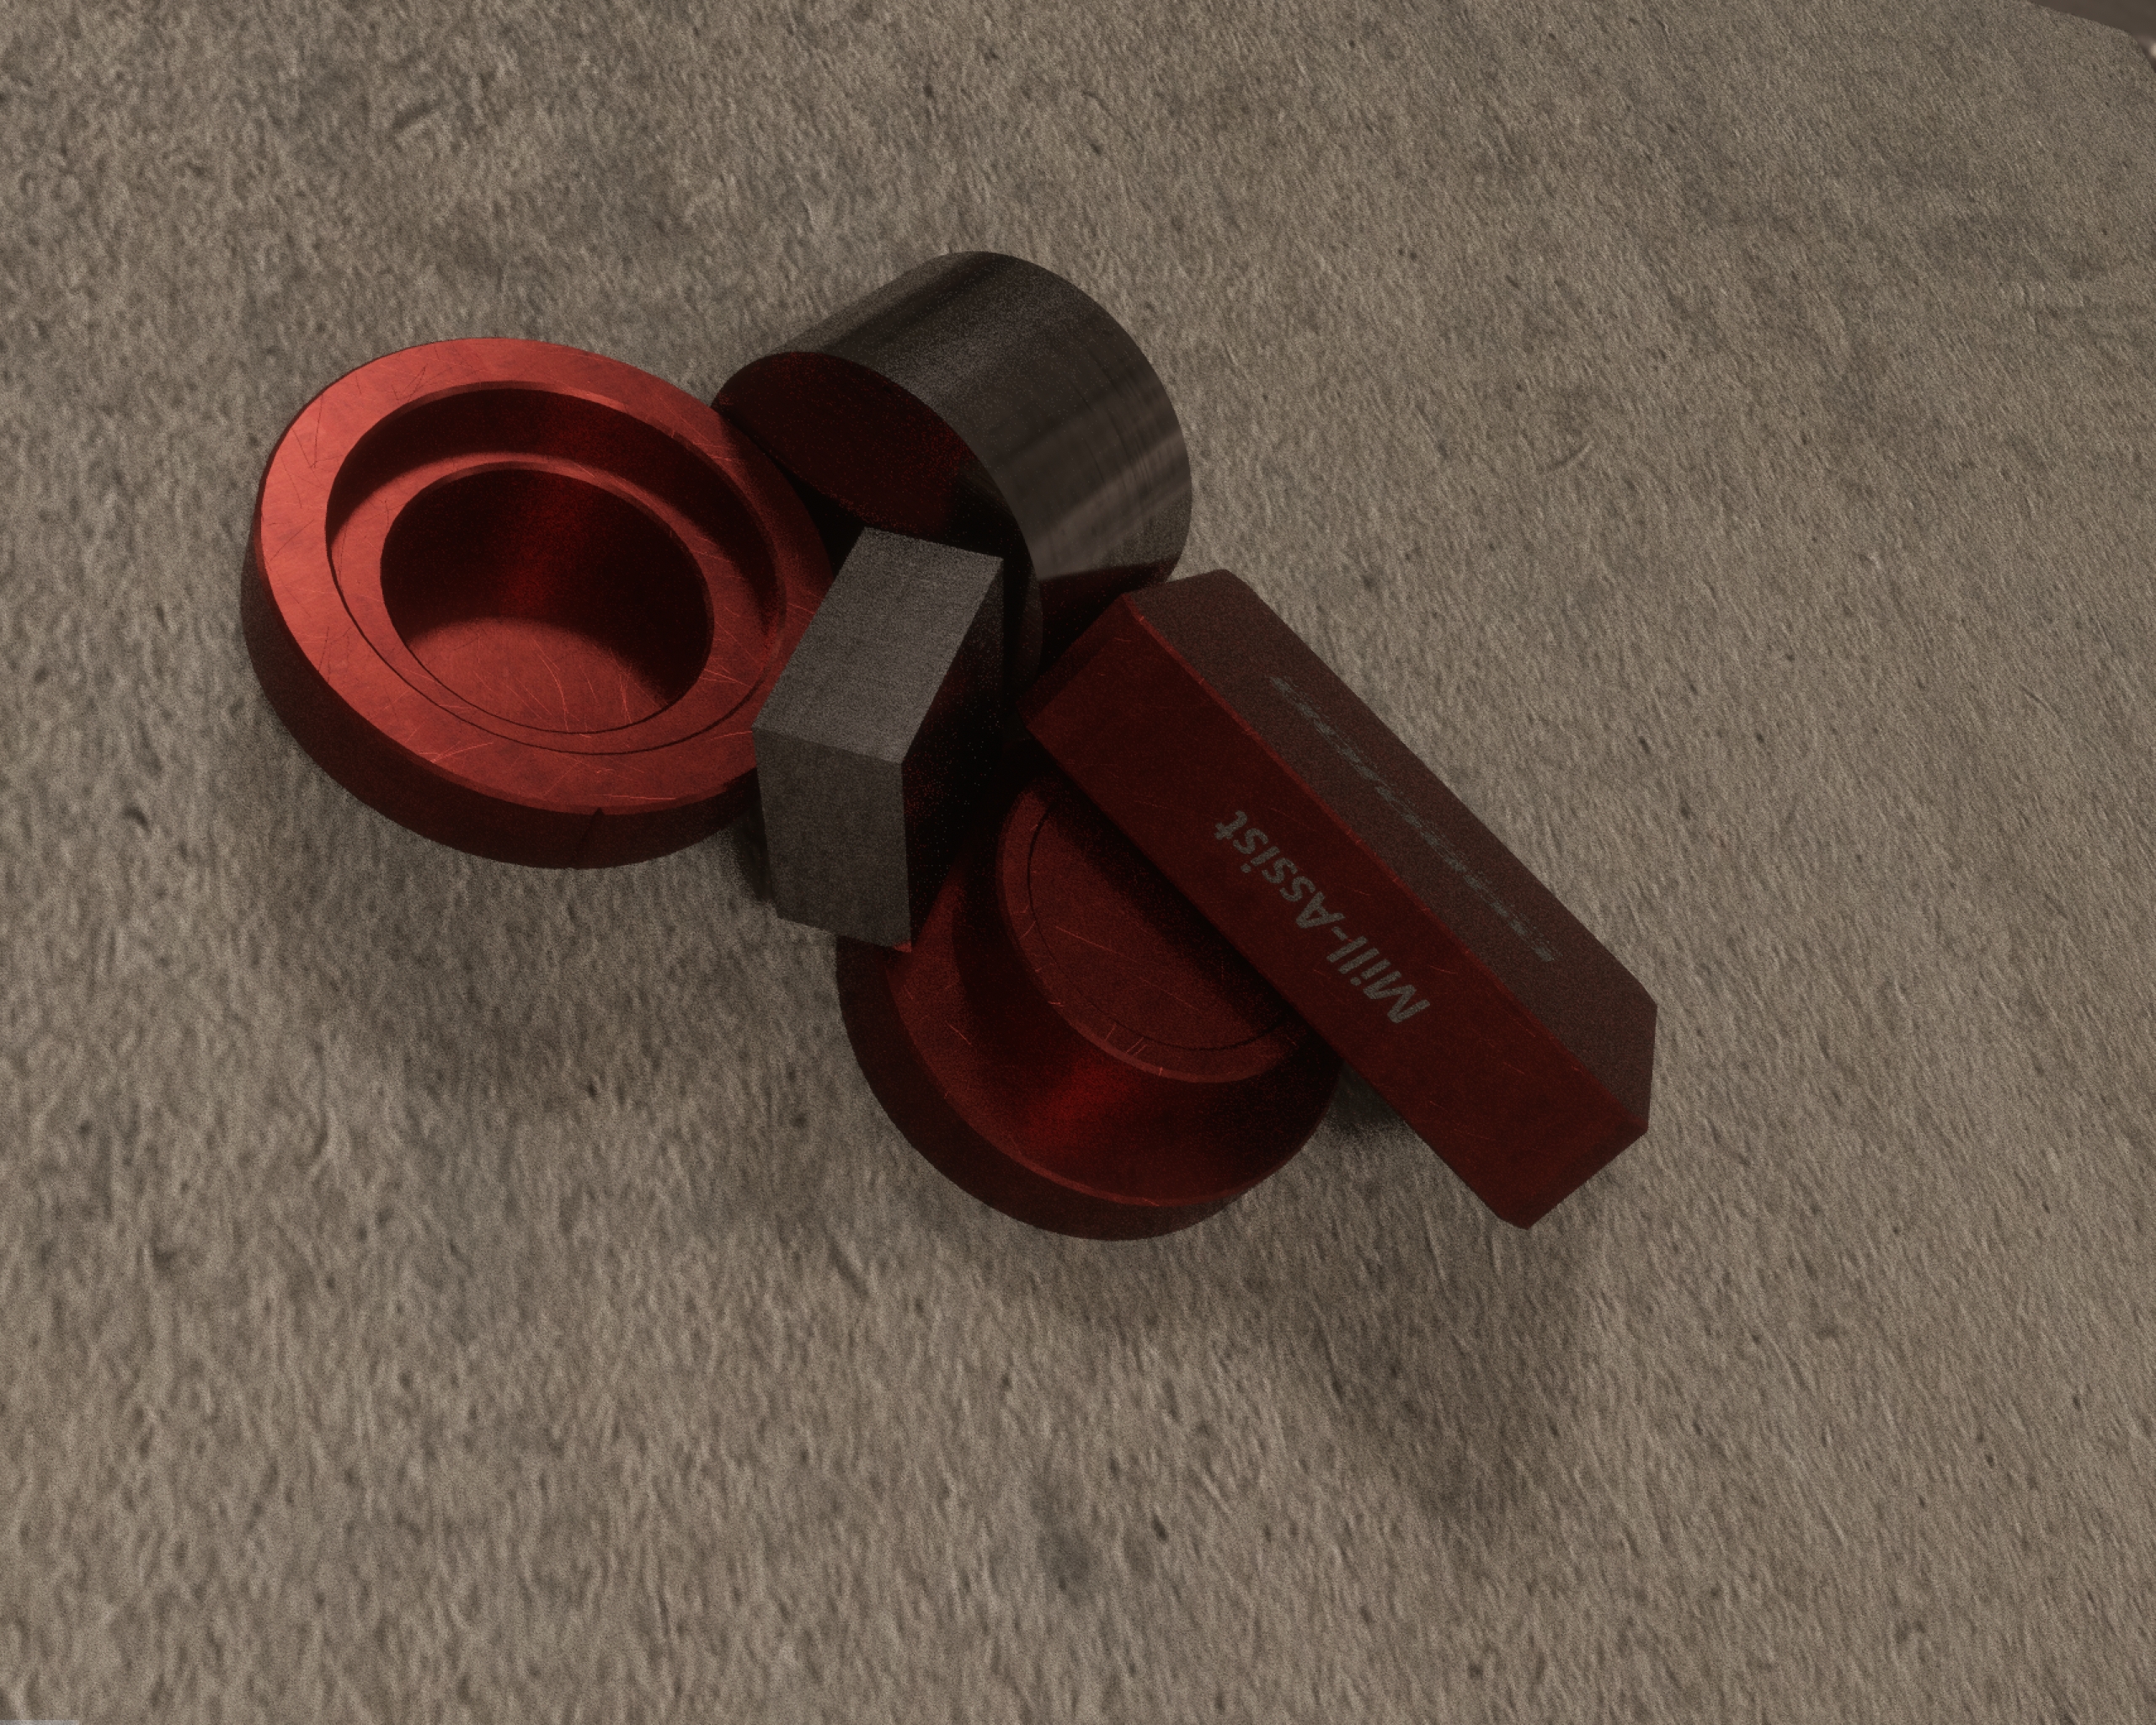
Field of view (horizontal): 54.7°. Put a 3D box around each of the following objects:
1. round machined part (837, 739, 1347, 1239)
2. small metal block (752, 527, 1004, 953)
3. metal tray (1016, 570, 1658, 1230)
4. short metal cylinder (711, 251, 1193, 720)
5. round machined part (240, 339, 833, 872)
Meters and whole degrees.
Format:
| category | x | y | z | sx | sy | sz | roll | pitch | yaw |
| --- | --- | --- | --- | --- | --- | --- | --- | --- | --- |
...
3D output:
| category | x | y | z | sx | sy | sz | roll | pitch | yaw |
| --- | --- | --- | --- | --- | --- | --- | --- | --- | --- |
| round machined part | 0.008 | 0.017 | 0.390 | 0.099 | 0.042 | 0.098 | 14 | 56 | -21 |
| small metal block | -0.033 | -0.021 | 0.363 | 0.025 | 0.050 | 0.050 | 15 | 52 | 9 |
| metal tray | 0.055 | 0.001 | 0.404 | 0.130 | 0.030 | 0.090 | 46 | 19 | 3 |
| short metal cylinder | -0.025 | -0.070 | 0.401 | 0.080 | 0.080 | 0.050 | 44 | 51 | 2 |
| round machined part | -0.095 | -0.041 | 0.369 | 0.099 | 0.042 | 0.098 | 14 | 56 | -21 |
